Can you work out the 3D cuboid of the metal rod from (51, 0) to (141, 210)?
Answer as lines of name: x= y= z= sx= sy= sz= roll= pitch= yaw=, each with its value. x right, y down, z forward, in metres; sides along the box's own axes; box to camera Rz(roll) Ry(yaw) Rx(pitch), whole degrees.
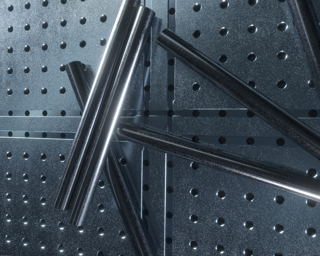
metal rod: x=-0.086 y=-0.036 z=0.421 sx=0.025 sy=0.025 sz=0.299 roll=18 pitch=88 yaw=19

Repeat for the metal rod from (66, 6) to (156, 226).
metal rod: x=-0.065 y=-0.017 z=0.415 sx=0.025 sy=0.025 sz=0.299 roll=18 pitch=88 yaw=19

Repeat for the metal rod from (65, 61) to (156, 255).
metal rod: x=-0.072 y=0.044 z=0.438 sx=0.025 sy=0.025 sz=0.299 roll=-25 pitch=82 yaw=18

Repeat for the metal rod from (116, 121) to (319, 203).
metal rod: x=0.082 y=0.042 z=0.383 sx=0.301 sy=0.025 sz=0.025 roll=16 pitch=96 yaw=19

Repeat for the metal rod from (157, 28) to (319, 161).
metal rod: x=0.116 y=-0.030 z=0.371 sx=0.300 sy=0.025 sz=0.025 roll=39 pitch=102 yaw=15

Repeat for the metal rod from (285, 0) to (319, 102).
metal rod: x=0.160 y=-0.141 z=0.355 sx=0.025 sy=0.025 sz=0.299 roll=-18 pitch=84 yaw=19
